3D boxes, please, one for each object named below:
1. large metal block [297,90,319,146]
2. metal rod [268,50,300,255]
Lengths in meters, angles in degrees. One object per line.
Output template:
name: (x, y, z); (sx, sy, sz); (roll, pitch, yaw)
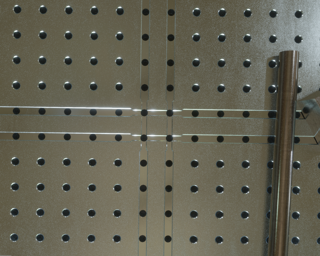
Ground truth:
large metal block: (0.243, -0.019, 0.402); (0.080, 0.050, 0.080); (-27, 90, 0)
metal rod: (0.164, 0.048, 0.414); (0.025, 0.025, 0.298); (3, 90, 0)
